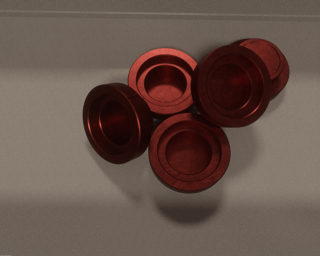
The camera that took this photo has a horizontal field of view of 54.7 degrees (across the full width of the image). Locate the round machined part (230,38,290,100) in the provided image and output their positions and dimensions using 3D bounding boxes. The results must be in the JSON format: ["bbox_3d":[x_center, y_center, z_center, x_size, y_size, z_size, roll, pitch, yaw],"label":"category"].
[{"bbox_3d":[0.133,-0.085,0.434,0.099,0.042,0.098,0,70,-1],"label":"round machined part"}]

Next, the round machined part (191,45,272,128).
[{"bbox_3d":[0.083,-0.049,0.382,0.099,0.042,0.097,0,89,-17],"label":"round machined part"}]

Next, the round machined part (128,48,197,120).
[{"bbox_3d":[0.007,-0.056,0.421,0.099,0.042,0.098,0,70,0],"label":"round machined part"}]

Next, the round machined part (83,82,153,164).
[{"bbox_3d":[-0.047,-0.008,0.384,0.042,0.097,0.098,-20,66,-49],"label":"round machined part"}]

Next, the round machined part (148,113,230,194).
[{"bbox_3d":[0.035,0.033,0.389,0.099,0.042,0.098,0,70,-1],"label":"round machined part"}]
